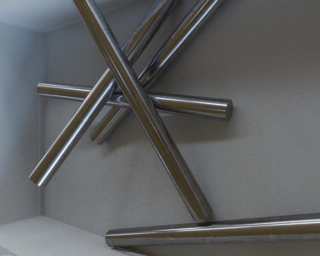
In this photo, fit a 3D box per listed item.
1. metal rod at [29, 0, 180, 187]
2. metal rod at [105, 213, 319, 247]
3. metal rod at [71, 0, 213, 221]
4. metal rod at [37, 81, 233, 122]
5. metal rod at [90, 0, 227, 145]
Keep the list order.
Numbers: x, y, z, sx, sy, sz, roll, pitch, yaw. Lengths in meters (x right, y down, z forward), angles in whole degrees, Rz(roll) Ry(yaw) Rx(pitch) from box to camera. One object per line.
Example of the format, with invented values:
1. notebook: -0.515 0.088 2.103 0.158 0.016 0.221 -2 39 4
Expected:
1. metal rod: -0.070 -0.052 0.397 0.025 0.025 0.299 37 92 33
2. metal rod: 0.040 0.127 0.372 0.300 0.025 0.025 -19 78 38
3. metal rod: -0.022 -0.028 0.368 0.025 0.025 0.299 -30 88 36
4. metal rod: -0.053 -0.040 0.415 0.300 0.025 0.025 9 96 29
5. metal rod: -0.008 -0.076 0.411 0.299 0.025 0.025 -46 63 30
